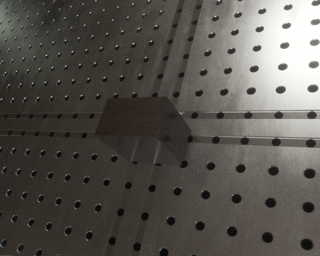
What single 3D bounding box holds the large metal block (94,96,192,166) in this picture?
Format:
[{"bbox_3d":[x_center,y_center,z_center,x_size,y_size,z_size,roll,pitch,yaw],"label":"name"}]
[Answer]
[{"bbox_3d":[-0.017,0.005,0.377,0.080,0.080,0.050,1,62,28],"label":"large metal block"}]
